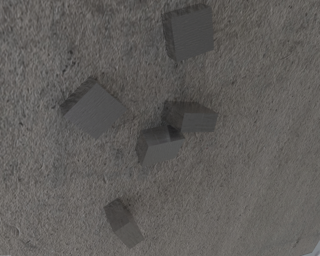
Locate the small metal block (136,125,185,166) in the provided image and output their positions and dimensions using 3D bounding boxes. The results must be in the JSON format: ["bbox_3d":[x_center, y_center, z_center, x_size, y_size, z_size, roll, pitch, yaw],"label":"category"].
[{"bbox_3d":[-0.001,0.022,0.408,0.050,0.025,0.050,-11,148,-22],"label":"small metal block"}]

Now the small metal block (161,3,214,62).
[{"bbox_3d":[0.033,-0.110,0.356,0.050,0.025,0.050,-22,127,-15],"label":"small metal block"}]

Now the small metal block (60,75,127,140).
[{"bbox_3d":[-0.075,-0.023,0.352,0.050,0.025,0.050,-45,129,3],"label":"small metal block"}]

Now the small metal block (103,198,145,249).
[{"bbox_3d":[-0.052,0.138,0.447,0.025,0.050,0.050,-33,129,-7],"label":"small metal block"}]

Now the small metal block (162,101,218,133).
[{"bbox_3d":[0.038,-0.015,0.400,0.050,0.050,0.025,0,111,-28],"label":"small metal block"}]
